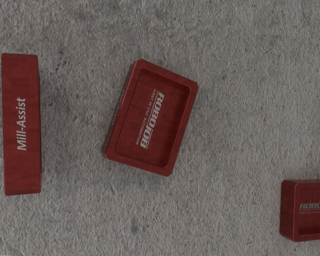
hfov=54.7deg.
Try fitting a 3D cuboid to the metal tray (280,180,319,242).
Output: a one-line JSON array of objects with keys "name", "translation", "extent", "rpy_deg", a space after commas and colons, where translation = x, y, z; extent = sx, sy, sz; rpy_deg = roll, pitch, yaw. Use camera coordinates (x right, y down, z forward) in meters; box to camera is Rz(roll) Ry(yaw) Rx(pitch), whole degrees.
[{"name": "metal tray", "translation": [0.258, 0.130, 0.501], "extent": [0.131, 0.030, 0.089], "rpy_deg": [3, 89, -20]}]

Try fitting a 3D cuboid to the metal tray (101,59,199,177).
[{"name": "metal tray", "translation": [-0.012, -0.012, 0.401], "extent": [0.091, 0.030, 0.129], "rpy_deg": [20, 83, -19]}]

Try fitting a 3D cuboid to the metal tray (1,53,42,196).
[{"name": "metal tray", "translation": [-0.141, -0.004, 0.322], "extent": [0.030, 0.090, 0.129], "rpy_deg": [-1, 91, -20]}]
